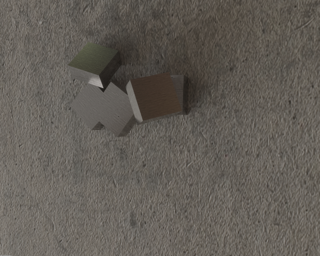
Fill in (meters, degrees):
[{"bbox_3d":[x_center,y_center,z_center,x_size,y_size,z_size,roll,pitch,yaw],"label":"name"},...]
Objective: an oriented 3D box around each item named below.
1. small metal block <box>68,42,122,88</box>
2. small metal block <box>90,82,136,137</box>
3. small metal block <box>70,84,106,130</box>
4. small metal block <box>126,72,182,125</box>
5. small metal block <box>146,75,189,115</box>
[{"bbox_3d":[-0.089,-0.088,0.428,0.050,0.025,0.050,20,60,18],"label":"small metal block"},{"bbox_3d":[-0.053,-0.024,0.400,0.050,0.025,0.050,39,102,15],"label":"small metal block"},{"bbox_3d":[-0.091,-0.032,0.441,0.050,0.025,0.050,-46,76,14],"label":"small metal block"},{"bbox_3d":[-0.008,-0.035,0.372,0.050,0.025,0.050,-15,84,-21],"label":"small metal block"},{"bbox_3d":[0.009,-0.043,0.406,0.050,0.025,0.050,2,91,19],"label":"small metal block"}]
